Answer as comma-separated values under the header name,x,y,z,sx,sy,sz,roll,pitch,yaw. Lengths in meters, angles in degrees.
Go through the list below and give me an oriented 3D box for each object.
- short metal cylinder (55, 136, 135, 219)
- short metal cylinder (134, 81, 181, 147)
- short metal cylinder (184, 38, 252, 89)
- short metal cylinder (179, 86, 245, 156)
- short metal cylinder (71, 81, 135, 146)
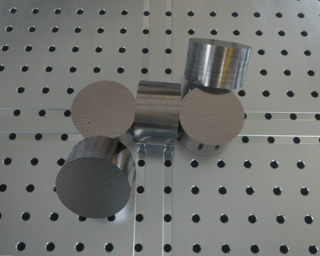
name,x,y,z,sx,sy,sz,roll,pitch,yaw
short metal cylinder,-0.071,0.056,0.355,0.081,0.050,0.079,0,114,1
short metal cylinder,-0.002,-0.018,0.389,0.050,0.080,0.080,5,70,1
short metal cylinder,0.075,-0.087,0.408,0.080,0.080,0.050,8,112,2
short metal cylinder,0.063,-0.009,0.402,0.081,0.050,0.080,0,70,0
short metal cylinder,-0.069,-0.014,0.402,0.081,0.050,0.080,0,70,0
